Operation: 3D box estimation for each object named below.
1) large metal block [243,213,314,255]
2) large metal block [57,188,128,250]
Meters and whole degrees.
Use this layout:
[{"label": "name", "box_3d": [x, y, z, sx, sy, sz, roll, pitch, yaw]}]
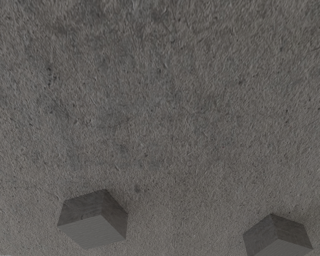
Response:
[{"label": "large metal block", "box_3d": [0.215, 0.210, 0.572, 0.080, 0.050, 0.080, 22, 127, -18]}, {"label": "large metal block", "box_3d": [-0.110, 0.155, 0.522, 0.080, 0.050, 0.080, -19, 128, 15]}]
